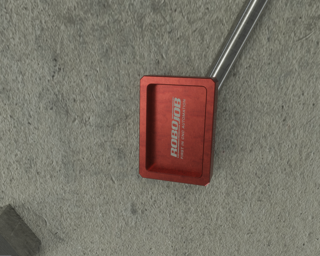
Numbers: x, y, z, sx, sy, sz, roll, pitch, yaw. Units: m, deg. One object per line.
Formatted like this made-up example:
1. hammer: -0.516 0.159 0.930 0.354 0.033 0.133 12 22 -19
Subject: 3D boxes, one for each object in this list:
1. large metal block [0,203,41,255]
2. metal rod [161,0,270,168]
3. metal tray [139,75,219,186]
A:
1. large metal block: -0.241 0.171 0.456 0.080 0.050 0.080 -26 108 9
2. metal rod: 0.071 -0.066 0.386 0.025 0.025 0.298 24 108 -9
3. metal tray: 0.022 0.001 0.384 0.090 0.030 0.129 5 103 16
